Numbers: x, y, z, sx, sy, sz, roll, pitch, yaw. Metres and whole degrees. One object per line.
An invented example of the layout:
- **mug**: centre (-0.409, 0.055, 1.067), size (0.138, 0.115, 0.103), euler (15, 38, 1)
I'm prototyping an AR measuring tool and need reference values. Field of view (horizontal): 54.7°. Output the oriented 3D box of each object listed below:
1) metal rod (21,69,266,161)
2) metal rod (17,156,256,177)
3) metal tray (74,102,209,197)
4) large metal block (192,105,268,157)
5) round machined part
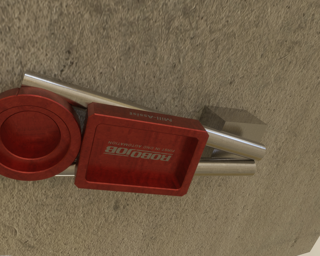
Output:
- **metal rod**: centre (-0.001, -0.007, 0.363), size (0.302, 0.025, 0.025), euler (16, 110, -22)
- **metal rod**: centre (-0.019, 0.048, 0.387), size (0.302, 0.025, 0.025), euler (2, 118, -16)
- **metal tray**: centre (-0.021, 0.028, 0.344), size (0.131, 0.030, 0.089), euler (9, 115, -19)
- **large metal block**: centre (0.098, 0.017, 0.456), size (0.081, 0.050, 0.079), euler (4, 117, -31)
- **round machined part**: centre (-0.133, 0.003, 0.320), size (0.099, 0.042, 0.097), euler (-7, 119, -13)
